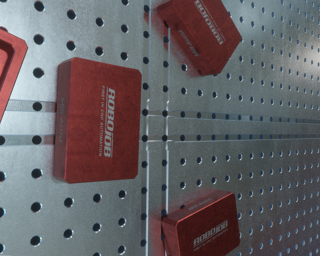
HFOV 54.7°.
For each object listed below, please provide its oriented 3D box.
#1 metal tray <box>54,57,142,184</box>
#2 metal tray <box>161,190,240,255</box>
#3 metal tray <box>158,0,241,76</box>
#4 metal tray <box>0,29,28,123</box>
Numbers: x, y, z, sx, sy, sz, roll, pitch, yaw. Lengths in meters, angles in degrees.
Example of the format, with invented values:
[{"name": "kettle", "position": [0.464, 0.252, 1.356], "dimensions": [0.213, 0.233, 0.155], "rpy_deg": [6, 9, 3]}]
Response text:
[{"name": "metal tray", "position": [-0.068, -0.007, 0.351], "dimensions": [0.091, 0.030, 0.129], "rpy_deg": [3, 88, -40]}, {"name": "metal tray", "position": [0.066, 0.156, 0.464], "dimensions": [0.131, 0.030, 0.089], "rpy_deg": [-14, 99, -39]}, {"name": "metal tray", "position": [0.064, -0.154, 0.462], "dimensions": [0.130, 0.030, 0.090], "rpy_deg": [49, 61, -29]}, {"name": "metal tray", "position": [-0.178, -0.031, 0.256], "dimensions": [0.090, 0.030, 0.130], "rpy_deg": [23, 75, -38]}]
